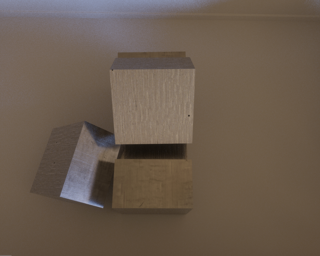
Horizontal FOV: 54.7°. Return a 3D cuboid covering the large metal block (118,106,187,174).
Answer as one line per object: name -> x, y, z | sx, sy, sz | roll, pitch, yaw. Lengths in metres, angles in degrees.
large metal block -> -0.009, 0.013, 0.392 | 0.081, 0.050, 0.080 | -1, 70, -1

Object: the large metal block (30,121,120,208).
large metal block -> -0.096, 0.042, 0.353 | 0.050, 0.080, 0.080 | 28, 66, -36

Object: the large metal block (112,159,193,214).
large metal block -> -0.007, 0.069, 0.352 | 0.081, 0.080, 0.050 | 0, 70, 0

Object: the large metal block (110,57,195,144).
large metal block -> -0.007, -0.030, 0.330 | 0.081, 0.079, 0.050 | -1, 25, -1

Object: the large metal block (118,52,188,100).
large metal block -> -0.009, -0.054, 0.397 | 0.081, 0.080, 0.050 | -1, 70, -1
